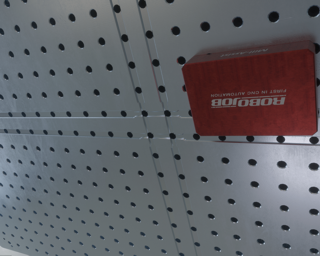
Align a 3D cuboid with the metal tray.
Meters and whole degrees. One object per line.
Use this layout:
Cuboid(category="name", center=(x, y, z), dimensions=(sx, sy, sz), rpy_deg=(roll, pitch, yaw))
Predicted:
Cuboid(category="metal tray", center=(0.096, -0.037, 0.334), dimensions=(0.130, 0.030, 0.090), rpy_deg=(-1, 118, 29))
